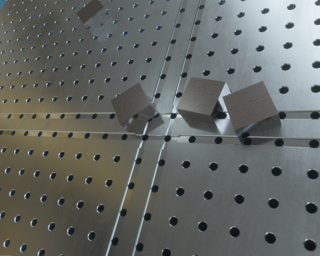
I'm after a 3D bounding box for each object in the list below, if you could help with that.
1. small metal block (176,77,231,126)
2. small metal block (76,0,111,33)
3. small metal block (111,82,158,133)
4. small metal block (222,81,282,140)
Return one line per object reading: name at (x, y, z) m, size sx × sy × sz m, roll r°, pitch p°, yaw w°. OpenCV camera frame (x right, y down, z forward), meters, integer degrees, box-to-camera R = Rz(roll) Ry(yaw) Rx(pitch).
small metal block at (0.056, -0.035, 0.401) m, size 0.050 × 0.025 × 0.050 m, roll 14°, pitch 69°, yaw 34°
small metal block at (-0.133, -0.225, 0.618) m, size 0.050 × 0.025 × 0.050 m, roll -38°, pitch 51°, yaw 2°
small metal block at (-0.037, -0.030, 0.448) m, size 0.050 × 0.025 × 0.050 m, roll -32°, pitch 52°, yaw 7°
small metal block at (0.107, -0.021, 0.365) m, size 0.050 × 0.025 × 0.050 m, roll -22°, pitch 54°, yaw 15°
